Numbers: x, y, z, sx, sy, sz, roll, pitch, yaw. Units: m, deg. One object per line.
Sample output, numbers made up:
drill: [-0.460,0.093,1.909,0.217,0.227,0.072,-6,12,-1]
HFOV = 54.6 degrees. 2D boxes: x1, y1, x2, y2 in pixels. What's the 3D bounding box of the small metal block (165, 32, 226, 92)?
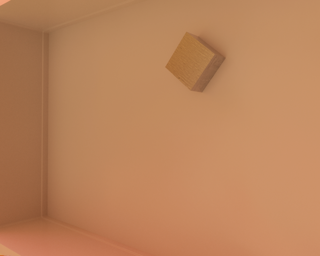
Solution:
small metal block: [0.042,-0.079,0.373,0.050,0.025,0.050,48,118,29]
